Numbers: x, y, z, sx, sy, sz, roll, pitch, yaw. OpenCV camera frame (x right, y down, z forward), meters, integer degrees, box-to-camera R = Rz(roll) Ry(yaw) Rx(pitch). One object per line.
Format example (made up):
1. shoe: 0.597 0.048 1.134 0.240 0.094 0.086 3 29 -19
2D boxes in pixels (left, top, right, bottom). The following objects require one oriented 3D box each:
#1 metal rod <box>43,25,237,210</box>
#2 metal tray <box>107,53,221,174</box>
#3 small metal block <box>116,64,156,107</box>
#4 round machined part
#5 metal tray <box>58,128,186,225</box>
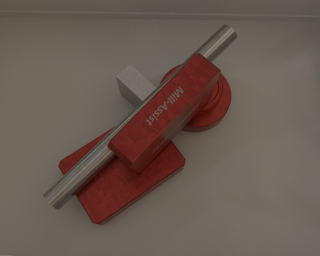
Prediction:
1. metal rod: -0.016 -0.020 0.374 0.025 0.025 0.301 43 79 13
2. metal tray: 0.007 -0.011 0.337 0.030 0.090 0.130 42 82 11
3. small metal block: -0.029 -0.049 0.412 0.025 0.050 0.050 -43 76 -14
4. round machined part: 0.047 -0.047 0.416 0.099 0.042 0.098 0 70 -1
5. metal tray: -0.046 0.047 0.388 0.131 0.030 0.090 -33 74 -12
